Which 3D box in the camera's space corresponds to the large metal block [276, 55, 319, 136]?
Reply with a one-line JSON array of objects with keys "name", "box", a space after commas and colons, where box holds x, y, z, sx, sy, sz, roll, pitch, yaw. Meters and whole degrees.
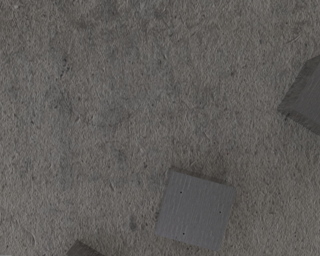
[{"name": "large metal block", "box": [0.214, -0.038, 0.399, 0.080, 0.050, 0.080, 31, 90, 0]}]

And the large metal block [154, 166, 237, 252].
[{"name": "large metal block", "box": [0.043, 0.100, 0.398, 0.080, 0.050, 0.080, 15, 90, 0]}]

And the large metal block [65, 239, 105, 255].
[{"name": "large metal block", "box": [-0.099, 0.206, 0.397, 0.080, 0.050, 0.080, 31, 90, 0]}]
